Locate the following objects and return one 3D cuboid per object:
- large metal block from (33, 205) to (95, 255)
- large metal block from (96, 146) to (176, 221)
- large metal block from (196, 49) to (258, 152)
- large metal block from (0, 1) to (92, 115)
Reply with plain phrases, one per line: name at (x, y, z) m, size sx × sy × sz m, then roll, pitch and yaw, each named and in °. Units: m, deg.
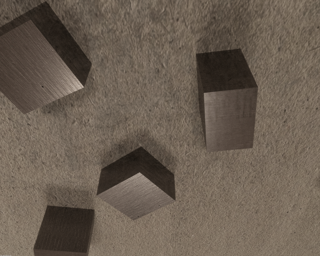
large metal block at (-0.159, 0.183, 0.525) m, size 0.081 × 0.080 × 0.050 m, roll 7°, pitch 130°, yaw -7°
large metal block at (-0.034, 0.085, 0.463) m, size 0.080 × 0.050 × 0.080 m, roll -31°, pitch 124°, yaw 23°
large metal block at (0.071, -0.031, 0.346) m, size 0.050 × 0.080 × 0.080 m, roll -6°, pitch 130°, yaw 4°
large metal block at (-0.133, -0.072, 0.328) m, size 0.080 × 0.050 × 0.080 m, roll -21°, pitch 127°, yaw 16°
